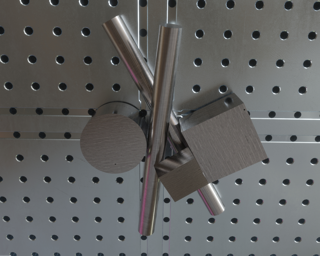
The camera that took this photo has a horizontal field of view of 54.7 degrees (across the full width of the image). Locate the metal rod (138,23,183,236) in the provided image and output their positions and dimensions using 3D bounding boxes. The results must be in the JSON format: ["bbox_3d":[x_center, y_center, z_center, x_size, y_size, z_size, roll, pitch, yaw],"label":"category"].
[{"bbox_3d":[-0.004,0.022,0.397,0.025,0.025,0.298,6,118,-2],"label":"metal rod"}]

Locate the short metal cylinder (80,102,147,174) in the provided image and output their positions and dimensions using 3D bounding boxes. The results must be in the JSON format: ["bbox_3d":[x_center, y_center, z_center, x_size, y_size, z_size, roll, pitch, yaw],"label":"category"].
[{"bbox_3d":[-0.057,0.012,0.400,0.081,0.050,0.079,0,110,-1],"label":"short metal cylinder"}]

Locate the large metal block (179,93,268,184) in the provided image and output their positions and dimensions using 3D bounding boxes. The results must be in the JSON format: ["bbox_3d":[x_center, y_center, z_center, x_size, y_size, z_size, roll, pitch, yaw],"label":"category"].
[{"bbox_3d":[0.080,0.012,0.401,0.080,0.050,0.080,-26,108,9],"label":"large metal block"}]

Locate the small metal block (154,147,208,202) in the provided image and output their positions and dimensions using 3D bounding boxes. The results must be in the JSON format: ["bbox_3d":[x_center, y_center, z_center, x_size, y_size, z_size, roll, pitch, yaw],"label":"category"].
[{"bbox_3d":[0.028,0.060,0.398,0.050,0.025,0.050,-29,123,2],"label":"small metal block"}]

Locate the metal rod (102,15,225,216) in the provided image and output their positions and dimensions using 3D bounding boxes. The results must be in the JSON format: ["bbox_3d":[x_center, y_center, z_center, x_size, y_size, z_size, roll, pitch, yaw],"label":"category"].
[{"bbox_3d":[0.013,-0.003,0.408,0.025,0.025,0.299,-27,109,9],"label":"metal rod"}]
